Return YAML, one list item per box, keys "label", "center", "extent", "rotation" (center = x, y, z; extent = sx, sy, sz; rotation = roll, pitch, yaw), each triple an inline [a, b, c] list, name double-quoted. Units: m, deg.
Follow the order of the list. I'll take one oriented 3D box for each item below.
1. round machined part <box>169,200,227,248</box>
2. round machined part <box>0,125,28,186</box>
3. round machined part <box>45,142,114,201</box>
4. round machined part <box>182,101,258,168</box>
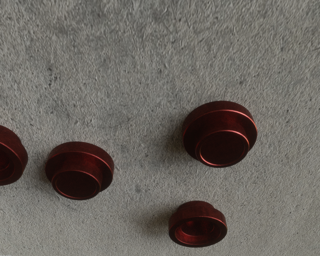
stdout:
- label: "round machined part"
  center: [0.064, 0.162, 0.535]
  extent: [0.099, 0.042, 0.097]
  rotation: [0, 130, 0]
- label: "round machined part"
  center: [-0.230, 0.032, 0.421]
  extent: [0.099, 0.042, 0.097]
  rotation: [0, 130, 0]
- label: "round machined part"
  center: [-0.119, 0.069, 0.454]
  extent: [0.099, 0.042, 0.097]
  rotation: [0, 130, 0]
- label: "round machined part"
  center: [0.079, 0.015, 0.410]
  extent: [0.099, 0.042, 0.097]
  rotation: [0, 130, 0]
